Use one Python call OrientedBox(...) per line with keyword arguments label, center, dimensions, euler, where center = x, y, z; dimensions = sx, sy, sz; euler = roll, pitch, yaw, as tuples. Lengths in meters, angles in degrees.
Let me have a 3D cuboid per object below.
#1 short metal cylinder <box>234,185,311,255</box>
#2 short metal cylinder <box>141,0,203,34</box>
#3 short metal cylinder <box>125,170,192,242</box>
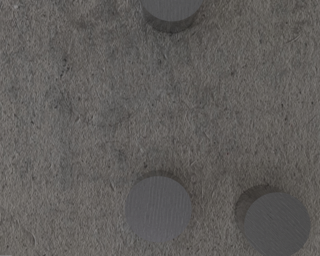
OrientedBox(label="short metal cylinder", center=(0.142, 0.117, 0.398), dimensions=(0.081, 0.050, 0.080), euler=(0, 90, 0))
OrientedBox(label="short metal cylinder", center=(0.015, -0.168, 0.397), dimensions=(0.081, 0.050, 0.080), euler=(0, 90, 0))
OrientedBox(label="short metal cylinder", center=(-0.002, 0.098, 0.397), dimensions=(0.081, 0.050, 0.080), euler=(0, 90, 0))
